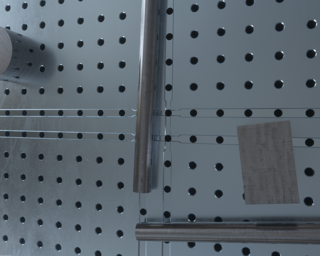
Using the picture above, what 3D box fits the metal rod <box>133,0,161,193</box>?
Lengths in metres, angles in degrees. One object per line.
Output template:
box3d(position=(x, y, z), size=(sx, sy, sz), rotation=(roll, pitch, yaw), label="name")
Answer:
box3d(position=(-0.017, -0.063, 0.417), size=(0.025, 0.025, 0.298), rotation=(3, 91, 19), label="metal rod")

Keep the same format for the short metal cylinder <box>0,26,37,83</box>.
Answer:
box3d(position=(-0.242, -0.113, 0.483), size=(0.080, 0.050, 0.079), rotation=(0, 90, 19), label="short metal cylinder")

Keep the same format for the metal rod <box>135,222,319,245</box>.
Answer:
box3d(position=(0.113, 0.126, 0.372), size=(0.301, 0.025, 0.025), rotation=(-6, 88, 19), label="metal rod")

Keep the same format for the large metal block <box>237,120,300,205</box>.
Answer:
box3d(position=(0.119, 0.035, 0.341), size=(0.050, 0.080, 0.080), rotation=(-7, 88, 19), label="large metal block")
